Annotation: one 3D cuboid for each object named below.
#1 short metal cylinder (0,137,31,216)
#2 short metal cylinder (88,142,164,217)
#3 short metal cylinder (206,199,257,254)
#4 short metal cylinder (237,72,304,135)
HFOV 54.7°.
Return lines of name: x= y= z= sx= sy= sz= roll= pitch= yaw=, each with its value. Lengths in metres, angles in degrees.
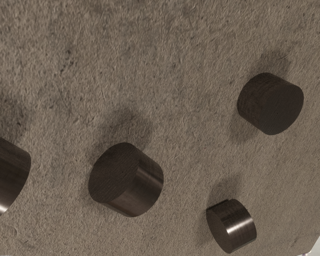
short metal cylinder: x=-0.176 y=0.046 z=0.304 sx=0.080 sy=0.080 sz=0.050 roll=-44 pitch=130 yaw=2
short metal cylinder: x=-0.043 y=0.065 z=0.390 sx=0.080 sy=0.080 sz=0.050 roll=-45 pitch=130 yaw=3
short metal cylinder: x=0.125 y=0.173 z=0.550 sx=0.050 sy=0.080 sz=0.079 roll=-20 pitch=127 yaw=-17
short metal cylinder: x=0.163 y=-0.036 z=0.460 sx=0.081 sy=0.050 sz=0.079 roll=-14 pitch=125 yaw=-21
